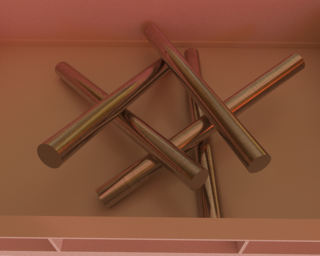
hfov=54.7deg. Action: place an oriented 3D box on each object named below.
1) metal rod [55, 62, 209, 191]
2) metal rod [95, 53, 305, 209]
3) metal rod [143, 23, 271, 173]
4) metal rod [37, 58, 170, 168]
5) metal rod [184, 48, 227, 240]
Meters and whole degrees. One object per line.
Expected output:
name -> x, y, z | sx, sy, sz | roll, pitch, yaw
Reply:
metal rod -> -0.057, -0.021, 0.389 | 0.025, 0.025, 0.300 | -33, 47, -24
metal rod -> 0.058, -0.004, 0.373 | 0.301, 0.025, 0.025 | -34, 57, -13
metal rod -> 0.039, -0.061, 0.393 | 0.025, 0.025, 0.300 | -17, 45, -14
metal rod -> -0.036, -0.045, 0.383 | 0.025, 0.025, 0.301 | 19, 34, 15
metal rod -> 0.053, -0.006, 0.410 | 0.025, 0.025, 0.300 | -1, 50, -1
